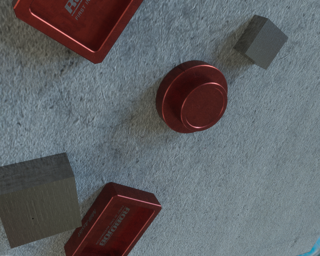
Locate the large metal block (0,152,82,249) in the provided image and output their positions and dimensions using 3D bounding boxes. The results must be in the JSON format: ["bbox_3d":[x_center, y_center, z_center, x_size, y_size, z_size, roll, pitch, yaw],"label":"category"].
[{"bbox_3d":[-0.142,0.083,0.365,0.081,0.050,0.079,-12,124,-22],"label":"large metal block"}]

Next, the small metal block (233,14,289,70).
[{"bbox_3d":[0.134,-0.113,0.412,0.050,0.025,0.050,22,106,-37],"label":"small metal block"}]

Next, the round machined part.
[{"bbox_3d":[0.048,-0.035,0.402,0.099,0.042,0.097,-14,125,-21],"label":"round machined part"}]

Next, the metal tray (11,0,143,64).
[{"bbox_3d":[-0.061,-0.137,0.286,0.090,0.030,0.130,29,103,-38],"label":"metal tray"}]

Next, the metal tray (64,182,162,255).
[{"bbox_3d":[-0.069,0.147,0.458,0.090,0.030,0.129,25,104,-37],"label":"metal tray"}]
